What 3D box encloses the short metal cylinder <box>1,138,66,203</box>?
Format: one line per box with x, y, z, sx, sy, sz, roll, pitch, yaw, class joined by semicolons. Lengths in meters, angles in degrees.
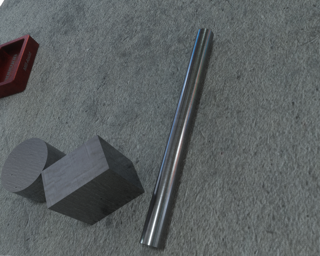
-0.176;0.061;0.443;0.080;0.050;0.080;-13;56;21;short metal cylinder

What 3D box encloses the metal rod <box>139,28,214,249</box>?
0.028;-0.005;0.392;0.025;0.025;0.300;2;62;29;metal rod

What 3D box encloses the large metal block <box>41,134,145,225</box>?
-0.078;0.065;0.370;0.080;0.080;0.050;-33;52;6;large metal block

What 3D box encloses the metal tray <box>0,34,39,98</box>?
-0.308;-0.126;0.639;0.090;0.030;0.130;-12;57;21;metal tray
